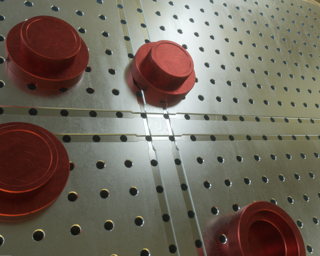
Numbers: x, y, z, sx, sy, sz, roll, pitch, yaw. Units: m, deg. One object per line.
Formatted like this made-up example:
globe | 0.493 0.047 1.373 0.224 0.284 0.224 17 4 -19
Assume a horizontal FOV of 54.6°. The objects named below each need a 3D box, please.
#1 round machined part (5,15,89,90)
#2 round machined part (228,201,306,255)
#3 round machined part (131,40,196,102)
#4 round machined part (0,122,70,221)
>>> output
round machined part | -0.137 -0.099 0.384 0.099 0.042 0.098 13 56 -21
round machined part | 0.123 0.142 0.376 0.099 0.042 0.098 13 56 -21
round machined part | 0.011 -0.090 0.457 0.099 0.042 0.098 13 56 -21
round machined part | -0.138 0.036 0.301 0.099 0.042 0.098 13 56 -21
